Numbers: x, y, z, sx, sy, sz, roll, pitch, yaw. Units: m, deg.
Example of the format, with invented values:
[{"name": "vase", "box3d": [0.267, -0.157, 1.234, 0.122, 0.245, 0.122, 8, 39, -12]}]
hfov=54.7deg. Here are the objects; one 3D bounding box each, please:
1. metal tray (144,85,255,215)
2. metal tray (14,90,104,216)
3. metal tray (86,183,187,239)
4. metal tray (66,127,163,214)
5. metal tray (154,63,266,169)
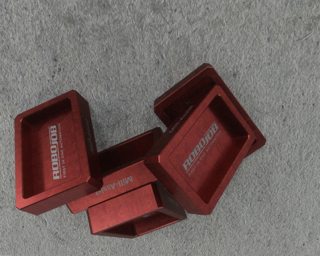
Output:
[{"name": "metal tray", "box3d": [0.052, 0.023, 0.361, 0.090, 0.030, 0.130, 50, 58, -16]}, {"name": "metal tray", "box3d": [-0.124, 0.026, 0.368, 0.090, 0.130, 0.030, -23, 147, 7]}, {"name": "metal tray", "box3d": [-0.024, 0.113, 0.406, 0.090, 0.130, 0.030, -23, 64, 8]}, {"name": "metal tray", "box3d": [-0.053, 0.050, 0.394, 0.130, 0.090, 0.030, -23, 109, 8]}, {"name": "metal tray", "box3d": [0.065, -0.007, 0.406, 0.090, 0.030, 0.130, -37, 107, 12]}]
